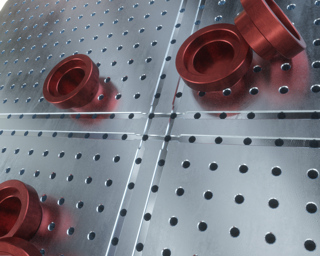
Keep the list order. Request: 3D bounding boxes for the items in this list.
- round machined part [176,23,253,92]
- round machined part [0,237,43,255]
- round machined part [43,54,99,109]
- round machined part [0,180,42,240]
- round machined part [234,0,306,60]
[{"bbox_3d":[0.074,-0.088,0.413,0.098,0.042,0.098,-13,56,21],"label":"round machined part"},{"bbox_3d":[-0.175,0.178,0.364,0.098,0.042,0.098,-1,85,10],"label":"round machined part"},{"bbox_3d":[-0.142,-0.072,0.518,0.098,0.042,0.098,-13,56,21],"label":"round machined part"},{"bbox_3d":[-0.206,0.125,0.430,0.098,0.042,0.098,-14,55,21],"label":"round machined part"},{"bbox_3d":[0.128,-0.121,0.375,0.042,0.099,0.098,-39,46,34],"label":"round machined part"}]
